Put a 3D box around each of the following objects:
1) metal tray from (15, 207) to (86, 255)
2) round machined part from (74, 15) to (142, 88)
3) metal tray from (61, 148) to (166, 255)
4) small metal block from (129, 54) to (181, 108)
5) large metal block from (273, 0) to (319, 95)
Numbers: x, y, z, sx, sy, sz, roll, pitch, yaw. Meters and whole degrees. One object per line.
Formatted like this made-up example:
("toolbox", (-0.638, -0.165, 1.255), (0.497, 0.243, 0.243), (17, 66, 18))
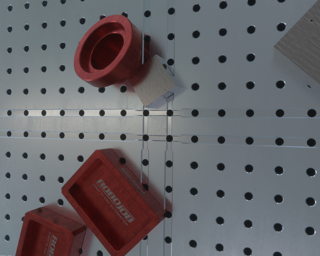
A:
("metal tray", (-0.173, 0.198, 0.470), (0.090, 0.030, 0.129), (17, 96, 19))
("round machined part", (-0.064, -0.097, 0.413), (0.098, 0.042, 0.098), (-14, 62, 28))
("metal tray", (-0.066, 0.104, 0.433), (0.130, 0.030, 0.090), (47, 104, 14))
("small metal block", (-0.008, -0.061, 0.415), (0.050, 0.025, 0.050), (-34, 79, 17))
("large metal block", (0.183, -0.088, 0.335), (0.080, 0.050, 0.080), (46, 104, 14))
